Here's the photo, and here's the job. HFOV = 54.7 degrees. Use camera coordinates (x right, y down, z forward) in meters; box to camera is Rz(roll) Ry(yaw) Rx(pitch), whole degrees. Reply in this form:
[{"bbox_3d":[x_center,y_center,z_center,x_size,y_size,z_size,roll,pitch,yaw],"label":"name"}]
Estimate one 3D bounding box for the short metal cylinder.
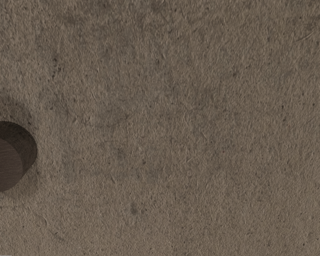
[{"bbox_3d":[-0.211,0.037,0.407,0.081,0.050,0.079,0,110,-1],"label":"short metal cylinder"}]
